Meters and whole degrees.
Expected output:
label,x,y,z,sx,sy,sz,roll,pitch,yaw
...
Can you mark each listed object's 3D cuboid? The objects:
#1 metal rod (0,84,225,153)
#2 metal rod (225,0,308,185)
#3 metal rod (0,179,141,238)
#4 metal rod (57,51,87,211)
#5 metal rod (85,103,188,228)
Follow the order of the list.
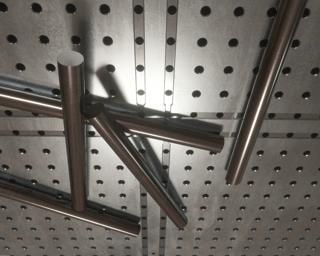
label,x,y,z,sx,sy,sz,roll,pitch,yaw
metal rod,-0.060,-0.010,0.402,0.302,0.025,0.025,13,129,-11
metal rod,0.124,-0.034,0.384,0.025,0.025,0.298,3,130,-3
metal rod,-0.170,0.131,0.520,0.302,0.025,0.025,25,126,-20
metal rod,-0.111,0.030,0.410,0.025,0.025,0.298,7,138,-6
metal rod,-0.018,0.074,0.454,0.025,0.025,0.299,-18,134,14
